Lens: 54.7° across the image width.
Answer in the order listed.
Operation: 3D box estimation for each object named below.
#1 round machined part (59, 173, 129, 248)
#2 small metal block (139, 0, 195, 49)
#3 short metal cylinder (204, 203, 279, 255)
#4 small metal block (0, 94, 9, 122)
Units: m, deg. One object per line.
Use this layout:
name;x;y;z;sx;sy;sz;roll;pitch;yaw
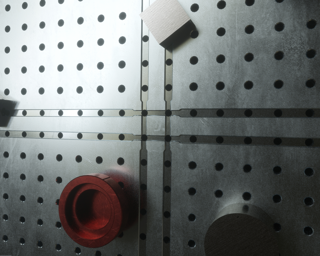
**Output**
round machined part;-0.088;0.111;0.433;0.098;0.042;0.097;0;90;19
small metal block;0.009;-0.143;0.409;0.050;0.025;0.050;-35;79;16
short metal cylinder;0.097;0.134;0.365;0.080;0.050;0.079;0;90;19
small metal block;-0.285;-0.036;0.511;0.050;0.025;0.050;29;99;17
